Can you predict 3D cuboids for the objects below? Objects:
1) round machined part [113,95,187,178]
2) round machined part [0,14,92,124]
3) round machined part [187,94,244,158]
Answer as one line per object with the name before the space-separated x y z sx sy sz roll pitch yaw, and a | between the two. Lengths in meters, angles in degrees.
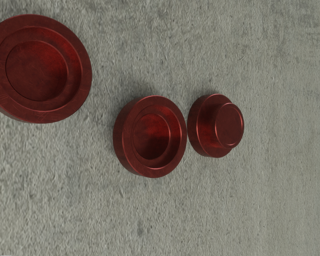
round machined part | -0.016 0.010 0.380 0.099 0.042 0.097 0 90 -40
round machined part | -0.119 -0.053 0.294 0.099 0.042 0.097 0 90 -40
round machined part | 0.091 -0.003 0.469 0.099 0.042 0.097 0 90 -40
